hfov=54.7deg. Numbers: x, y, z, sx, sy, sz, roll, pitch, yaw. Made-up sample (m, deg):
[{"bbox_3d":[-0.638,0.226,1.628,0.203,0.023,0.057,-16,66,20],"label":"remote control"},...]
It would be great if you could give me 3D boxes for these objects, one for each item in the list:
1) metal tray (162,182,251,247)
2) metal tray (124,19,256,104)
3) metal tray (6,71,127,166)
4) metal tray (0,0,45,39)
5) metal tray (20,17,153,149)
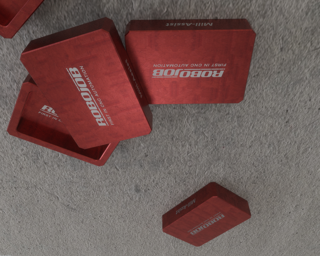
[{"bbox_3d":[0.077,0.153,0.535,0.090,0.030,0.129,32,123,-25],"label":"metal tray"},{"bbox_3d":[0.031,-0.071,0.343,0.131,0.030,0.089,-1,130,0],"label":"metal tray"},{"bbox_3d":[-0.115,-0.008,0.395,0.131,0.030,0.089,23,126,-19],"label":"metal tray"},{"bbox_3d":[-0.133,-0.154,0.271,0.130,0.030,0.090,-35,122,25],"label":"metal tray"},{"bbox_3d":[-0.070,-0.040,0.329,0.090,0.030,0.130,-14,129,11],"label":"metal tray"}]
